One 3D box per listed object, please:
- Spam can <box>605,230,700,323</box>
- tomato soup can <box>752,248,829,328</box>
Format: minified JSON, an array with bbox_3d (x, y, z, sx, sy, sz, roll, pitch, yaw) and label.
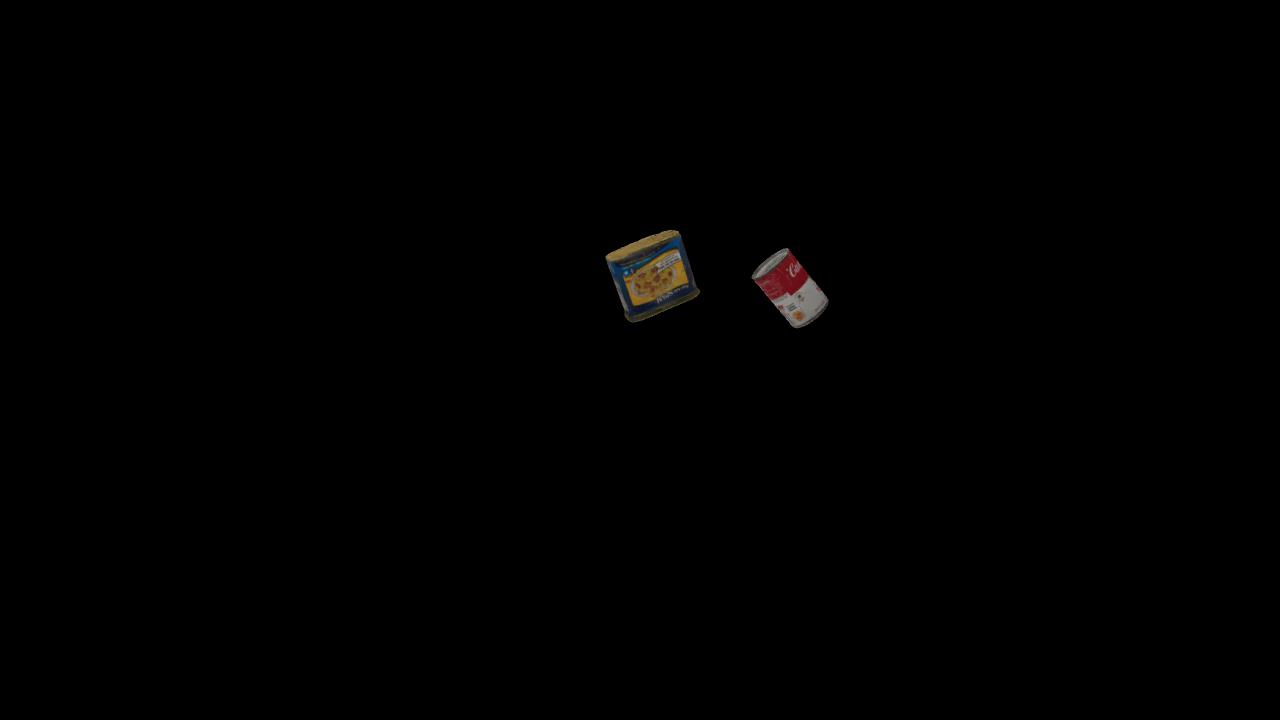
[{"bbox_3d":[0.015,-0.109,0.785,0.101,0.085,0.058,-24,23,-9],"label":"Spam can"},{"bbox_3d":[0.222,-0.104,0.907,0.068,0.101,0.068,-40,12,10],"label":"tomato soup can"}]
